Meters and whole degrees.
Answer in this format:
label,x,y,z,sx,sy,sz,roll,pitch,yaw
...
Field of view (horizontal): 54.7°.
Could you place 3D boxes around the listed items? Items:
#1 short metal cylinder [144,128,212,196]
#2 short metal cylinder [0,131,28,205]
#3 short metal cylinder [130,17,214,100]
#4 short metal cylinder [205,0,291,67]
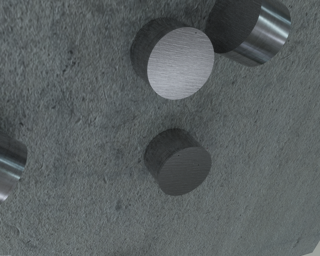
label,x,y,z,sx,sy,sz,roll,pitch,yaw
short metal cylinder,0.024,0.047,0.433,0.081,0.050,0.079,-14,124,-21
short metal cylinder,-0.176,0.037,0.298,0.080,0.080,0.050,-45,129,3
short metal cylinder,0.013,-0.079,0.349,0.081,0.050,0.079,-14,124,-21
short metal cylinder,0.098,-0.116,0.353,0.050,0.080,0.080,13,112,-34
